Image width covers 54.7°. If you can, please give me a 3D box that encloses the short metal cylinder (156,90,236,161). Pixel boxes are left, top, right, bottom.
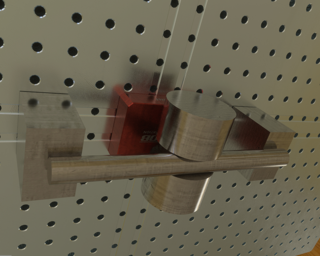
[{"bbox_3d":[0.040,-0.005,0.356,0.081,0.080,0.050,1,118,-29],"label":"short metal cylinder"}]

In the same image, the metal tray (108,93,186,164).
[{"bbox_3d":[0.005,0.004,0.413,0.131,0.030,0.089,1,118,-29],"label":"metal tray"}]

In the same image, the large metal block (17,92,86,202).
[{"bbox_3d":[-0.117,0.016,0.320,0.050,0.080,0.079,1,118,-29],"label":"large metal block"}]

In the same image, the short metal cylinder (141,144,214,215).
[{"bbox_3d":[0.021,0.061,0.386,0.081,0.080,0.050,1,118,-29],"label":"short metal cylinder"}]

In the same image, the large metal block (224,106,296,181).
[{"bbox_3d":[0.140,0.022,0.464,0.050,0.080,0.079,1,118,-29],"label":"large metal block"}]

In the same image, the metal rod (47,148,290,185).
[{"bbox_3d":[0.034,0.039,0.349,0.303,0.025,0.025,0,118,-29],"label":"metal rod"}]
